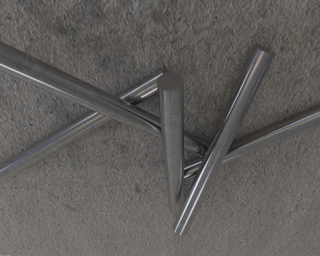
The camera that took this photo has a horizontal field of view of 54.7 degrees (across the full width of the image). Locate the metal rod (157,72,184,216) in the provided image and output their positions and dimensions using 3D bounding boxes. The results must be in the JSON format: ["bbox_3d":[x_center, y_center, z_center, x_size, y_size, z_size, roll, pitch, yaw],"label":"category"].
[{"bbox_3d":[0.019,0.047,0.407,0.025,0.025,0.299,-3,143,2],"label":"metal rod"}]

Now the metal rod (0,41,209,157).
[{"bbox_3d":[-0.052,-0.023,0.347,0.302,0.025,0.025,24,127,-35],"label":"metal rod"}]

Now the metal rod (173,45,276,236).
[{"bbox_3d":[0.073,0.036,0.411,0.025,0.025,0.298,12,121,-10],"label":"metal rod"}]

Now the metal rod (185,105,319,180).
[{"bbox_3d":[0.162,0.005,0.412,0.300,0.025,0.025,-26,126,20],"label":"metal rod"}]

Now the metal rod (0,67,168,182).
[{"bbox_3d":[-0.116,0.005,0.410,0.300,0.025,0.025,-27,125,21],"label":"metal rod"}]
